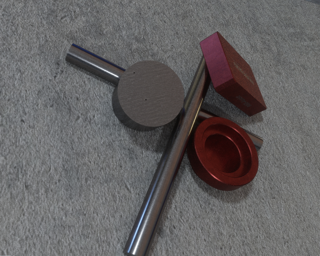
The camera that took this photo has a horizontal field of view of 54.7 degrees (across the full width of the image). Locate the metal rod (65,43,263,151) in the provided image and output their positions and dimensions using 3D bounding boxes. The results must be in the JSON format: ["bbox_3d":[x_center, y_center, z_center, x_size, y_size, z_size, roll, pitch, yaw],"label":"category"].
[{"bbox_3d":[0.015,-0.037,0.437,0.301,0.025,0.025,25,53,-13],"label":"metal rod"}]

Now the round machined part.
[{"bbox_3d":[0.078,0.037,0.413,0.099,0.042,0.098,14,56,-21],"label":"round machined part"}]

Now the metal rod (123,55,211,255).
[{"bbox_3d":[0.025,0.012,0.389,0.025,0.025,0.300,29,58,-10],"label":"metal rod"}]

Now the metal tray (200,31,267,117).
[{"bbox_3d":[0.115,-0.078,0.475,0.131,0.030,0.090,22,48,-50],"label":"metal tray"}]

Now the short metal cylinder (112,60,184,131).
[{"bbox_3d":[-0.016,-0.038,0.386,0.081,0.050,0.080,2,82,-16],"label":"short metal cylinder"}]
